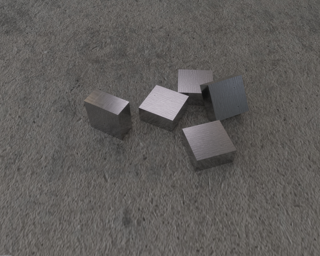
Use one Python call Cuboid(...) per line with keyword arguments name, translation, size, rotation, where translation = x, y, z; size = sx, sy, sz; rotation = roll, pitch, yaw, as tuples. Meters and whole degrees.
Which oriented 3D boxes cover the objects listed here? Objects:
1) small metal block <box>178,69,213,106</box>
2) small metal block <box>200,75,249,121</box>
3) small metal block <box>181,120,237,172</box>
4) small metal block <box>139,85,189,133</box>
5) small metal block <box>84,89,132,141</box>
Cuboid(name="small metal block", translation=(0.051, -0.059, 0.453), size=(0.050, 0.025, 0.050), rotation=(2, 50, 2))
Cuboid(name="small metal block", translation=(0.087, -0.041, 0.419), size=(0.050, 0.050, 0.025), rotation=(-19, 13, -15))
Cuboid(name="small metal block", translation=(0.059, 0.022, 0.385), size=(0.050, 0.025, 0.050), rotation=(-13, 51, -11))
Cuboid(name="small metal block", translation=(0.006, -0.027, 0.426), size=(0.050, 0.025, 0.050), rotation=(22, 54, 17))
Cuboid(name="small metal block", translation=(-0.066, -0.017, 0.401), size=(0.050, 0.050, 0.025), rotation=(22, 54, 18))
